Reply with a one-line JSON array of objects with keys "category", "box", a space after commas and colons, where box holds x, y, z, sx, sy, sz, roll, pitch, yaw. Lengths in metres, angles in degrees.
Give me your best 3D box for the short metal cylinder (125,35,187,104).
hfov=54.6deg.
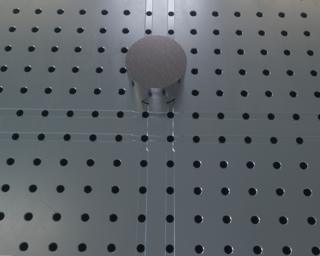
[{"category": "short metal cylinder", "box": [-0.005, -0.079, 0.427, 0.080, 0.050, 0.080, 0, 70, 0]}]
